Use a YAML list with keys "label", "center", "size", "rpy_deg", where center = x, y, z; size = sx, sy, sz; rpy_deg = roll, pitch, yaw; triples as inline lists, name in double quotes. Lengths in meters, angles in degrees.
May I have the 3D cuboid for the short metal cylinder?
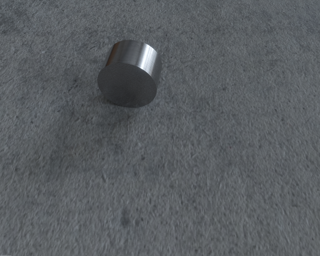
- label: "short metal cylinder"
  center: [-0.040, -0.074, 0.429]
  size: [0.080, 0.080, 0.050]
  rpy_deg: [7, 51, 5]
